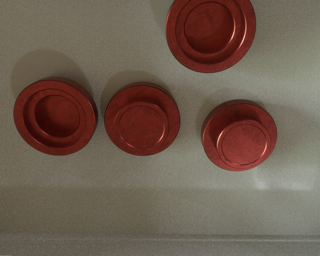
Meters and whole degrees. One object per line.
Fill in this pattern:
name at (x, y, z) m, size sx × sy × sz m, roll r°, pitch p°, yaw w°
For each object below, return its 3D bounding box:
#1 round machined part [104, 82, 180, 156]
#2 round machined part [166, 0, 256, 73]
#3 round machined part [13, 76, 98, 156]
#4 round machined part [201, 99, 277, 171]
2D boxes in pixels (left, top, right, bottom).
round machined part at (-0.023, -0.008, 0.399) m, size 0.099 × 0.042 × 0.097 m, roll 0°, pitch 110°, yaw 0°
round machined part at (0.056, -0.116, 0.356) m, size 0.099 × 0.042 × 0.097 m, roll 0°, pitch 117°, yaw 1°
round machined part at (-0.128, -0.018, 0.394) m, size 0.099 × 0.042 × 0.097 m, roll 0°, pitch 110°, yaw 0°
round machined part at (0.106, 0.014, 0.408) m, size 0.099 × 0.042 × 0.097 m, roll 0°, pitch 110°, yaw 0°
